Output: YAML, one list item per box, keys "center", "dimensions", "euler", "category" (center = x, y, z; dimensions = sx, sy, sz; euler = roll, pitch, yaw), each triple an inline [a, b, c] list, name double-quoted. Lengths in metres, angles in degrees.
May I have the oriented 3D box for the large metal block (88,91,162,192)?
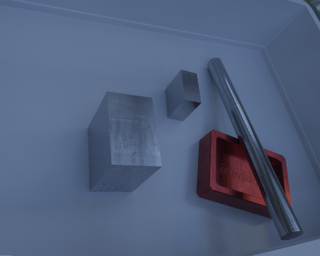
- center: [-0.043, 0.019, 0.337]
  dimensions: [0.050, 0.080, 0.080]
  euler: [6, 59, -26]
  category: "large metal block"

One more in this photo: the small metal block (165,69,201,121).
- center: [0.031, -0.045, 0.436]
  dimensions: [0.025, 0.050, 0.050]
  euler: [10, 58, -24]
  category: "small metal block"

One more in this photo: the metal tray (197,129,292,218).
- center: [0.117, 0.065, 0.427]
  dimensions: [0.131, 0.030, 0.090]
  euler: [20, 54, -17]
  category: "metal tray"

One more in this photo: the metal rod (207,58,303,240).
- center: [0.118, 0.004, 0.431]
  dimensions: [0.025, 0.025, 0.300]
  euler: [9, 46, -24]
  category: "metal rod"
